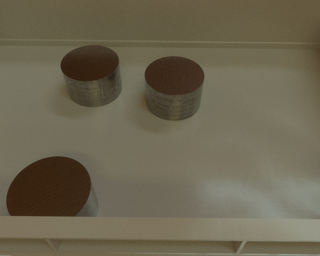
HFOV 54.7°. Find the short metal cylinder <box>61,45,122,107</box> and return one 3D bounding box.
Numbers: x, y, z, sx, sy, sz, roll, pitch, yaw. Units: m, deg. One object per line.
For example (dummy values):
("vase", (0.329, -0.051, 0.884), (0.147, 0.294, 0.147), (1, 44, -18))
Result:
("short metal cylinder", (-0.098, -0.076, 0.452), (0.081, 0.050, 0.080), (0, 50, 0))

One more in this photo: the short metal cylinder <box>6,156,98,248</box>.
("short metal cylinder", (-0.109, 0.077, 0.323), (0.081, 0.050, 0.080), (0, 50, 0))

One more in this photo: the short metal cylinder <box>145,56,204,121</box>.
("short metal cylinder", (0.020, -0.056, 0.436), (0.081, 0.050, 0.080), (0, 50, 0))
